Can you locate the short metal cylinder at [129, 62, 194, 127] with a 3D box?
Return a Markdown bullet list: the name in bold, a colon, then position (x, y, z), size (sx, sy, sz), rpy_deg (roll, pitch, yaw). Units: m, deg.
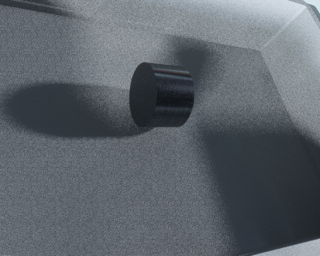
- **short metal cylinder**: position (0.000, -0.041, 0.394), size (0.050, 0.080, 0.080), rpy_deg (0, 62, -29)
